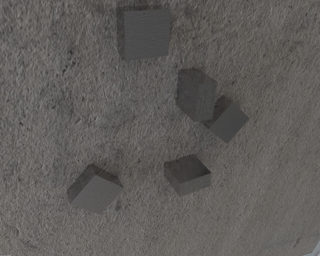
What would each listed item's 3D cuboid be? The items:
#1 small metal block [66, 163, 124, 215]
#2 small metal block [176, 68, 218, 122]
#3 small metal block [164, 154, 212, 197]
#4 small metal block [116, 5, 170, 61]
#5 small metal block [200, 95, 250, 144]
[{"bbox_3d":[-0.086,0.082,0.411,0.050,0.025,0.050,-49,129,6],"label":"small metal block"},{"bbox_3d":[0.044,-0.042,0.389,0.025,0.050,0.050,-12,124,-22],"label":"small metal block"},{"bbox_3d":[0.040,0.068,0.454,0.050,0.050,0.025,-15,125,-20],"label":"small metal block"},{"bbox_3d":[-0.018,-0.103,0.333,0.050,0.025,0.050,-12,124,-22],"label":"small metal block"},{"bbox_3d":[0.094,-0.012,0.451,0.050,0.025,0.050,35,99,-39],"label":"small metal block"}]
